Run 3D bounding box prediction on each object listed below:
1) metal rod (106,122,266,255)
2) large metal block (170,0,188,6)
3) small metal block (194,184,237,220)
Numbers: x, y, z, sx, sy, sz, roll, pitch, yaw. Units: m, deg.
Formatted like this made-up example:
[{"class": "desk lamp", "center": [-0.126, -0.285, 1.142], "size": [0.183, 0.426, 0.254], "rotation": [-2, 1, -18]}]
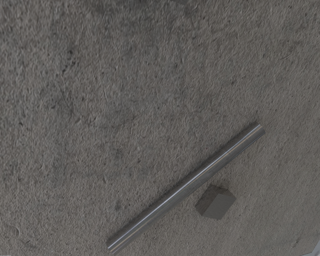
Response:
[{"class": "metal rod", "center": [0.042, 0.093, 0.487], "size": [0.301, 0.025, 0.025], "rotation": [-39, 129, -2]}, {"class": "large metal block", "center": [0.005, -0.175, 0.285], "size": [0.080, 0.050, 0.080], "rotation": [23, 106, -37]}, {"class": "small metal block", "center": [0.097, 0.130, 0.541], "size": [0.050, 0.025, 0.050], "rotation": [23, 106, -37]}]
